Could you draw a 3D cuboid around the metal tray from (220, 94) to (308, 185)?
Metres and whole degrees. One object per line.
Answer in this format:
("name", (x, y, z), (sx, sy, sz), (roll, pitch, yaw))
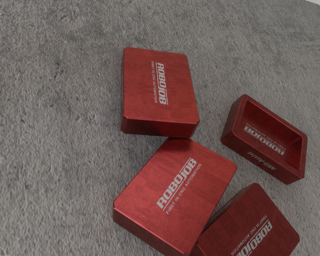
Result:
("metal tray", (0.164, 0.016, 0.478), (0.130, 0.030, 0.090), (32, 51, -7))

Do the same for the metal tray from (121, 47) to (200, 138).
("metal tray", (-0.004, -0.049, 0.404), (0.091, 0.030, 0.130), (4, 50, -12))

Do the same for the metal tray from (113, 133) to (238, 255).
("metal tray", (0.020, 0.070, 0.349), (0.090, 0.030, 0.131), (29, 49, 16))

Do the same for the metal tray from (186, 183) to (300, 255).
("metal tray", (0.102, 0.136, 0.372), (0.131, 0.030, 0.090), (-29, 78, -37))
